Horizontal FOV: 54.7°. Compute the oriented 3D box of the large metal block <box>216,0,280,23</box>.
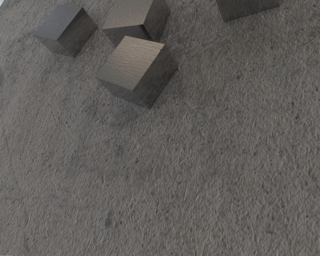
[{"bbox_3d":[0.118,-0.205,0.433,0.080,0.080,0.050,-10,58,23],"label":"large metal block"}]

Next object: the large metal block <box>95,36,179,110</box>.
[{"bbox_3d":[-0.034,-0.083,0.456,0.080,0.050,0.080,23,74,36],"label":"large metal block"}]

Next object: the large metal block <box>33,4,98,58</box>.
[{"bbox_3d":[-0.182,-0.188,0.599,0.080,0.050,0.080,21,73,36],"label":"large metal block"}]

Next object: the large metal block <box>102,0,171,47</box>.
[{"bbox_3d":[-0.038,-0.182,0.519,0.080,0.050,0.080,4,64,30],"label":"large metal block"}]
